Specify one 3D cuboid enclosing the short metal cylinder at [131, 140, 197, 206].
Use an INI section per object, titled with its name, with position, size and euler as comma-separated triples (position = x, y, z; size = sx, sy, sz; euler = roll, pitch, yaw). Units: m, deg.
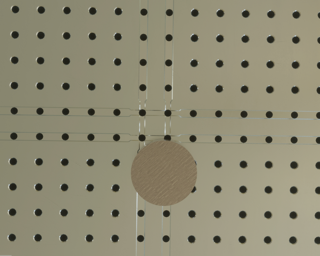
[short metal cylinder]
position = 0.005, 0.055, 0.401
size = 0.081, 0.050, 0.079
euler = 0, 90, -1
